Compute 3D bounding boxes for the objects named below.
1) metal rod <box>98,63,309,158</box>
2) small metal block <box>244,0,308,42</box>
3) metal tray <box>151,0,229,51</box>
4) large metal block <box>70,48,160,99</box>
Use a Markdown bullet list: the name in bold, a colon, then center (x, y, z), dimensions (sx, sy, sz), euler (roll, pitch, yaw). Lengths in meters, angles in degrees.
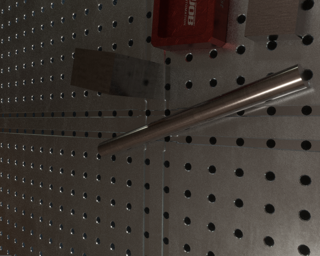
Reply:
- **metal rod**: center (0.025, -0.008, 0.386), dimensions (0.299, 0.025, 0.025), euler (-21, 77, 37)
- **small metal block**: center (0.117, -0.116, 0.312), dimensions (0.050, 0.025, 0.050), euler (10, 96, 39)
- **metal tray**: center (0.037, -0.163, 0.374), dimensions (0.090, 0.030, 0.129), euler (7, 95, 39)
- **large metal block**: center (-0.061, -0.073, 0.422), dimensions (0.080, 0.081, 0.050), euler (17, 101, 38)
